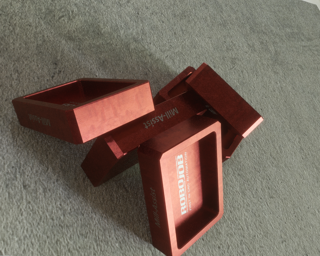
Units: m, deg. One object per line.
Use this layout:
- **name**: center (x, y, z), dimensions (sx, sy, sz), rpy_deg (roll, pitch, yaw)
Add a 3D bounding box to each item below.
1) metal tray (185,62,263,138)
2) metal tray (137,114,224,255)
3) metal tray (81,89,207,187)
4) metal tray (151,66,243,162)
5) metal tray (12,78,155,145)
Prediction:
- **metal tray**: center (0.076, -0.034, 0.397), dimensions (0.090, 0.030, 0.130), rpy_deg (44, 6, 1)
- **metal tray**: center (0.027, 0.061, 0.328), dimensions (0.091, 0.030, 0.129), rpy_deg (-28, 122, -37)
- **metal tray**: center (-0.017, 0.010, 0.349), dimensions (0.131, 0.090, 0.030), rpy_deg (-28, 78, -38)
- **metal tray**: center (0.062, -0.020, 0.450), dimensions (0.130, 0.030, 0.090), rpy_deg (44, 51, 2)
- **metal tray**: center (-0.081, -0.024, 0.317), dimensions (0.091, 0.130, 0.030), rpy_deg (-27, 116, -38)
